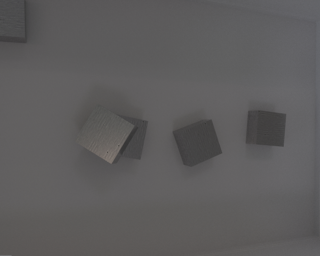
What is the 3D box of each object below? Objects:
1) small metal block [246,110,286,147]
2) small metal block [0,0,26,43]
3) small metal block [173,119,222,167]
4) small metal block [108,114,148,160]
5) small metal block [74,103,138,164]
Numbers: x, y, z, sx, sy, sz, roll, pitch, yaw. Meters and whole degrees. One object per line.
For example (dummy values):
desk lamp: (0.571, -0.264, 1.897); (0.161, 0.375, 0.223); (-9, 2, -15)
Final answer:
small metal block: (0.161, 0.001, 0.469); (0.050, 0.025, 0.050); (6, 88, -20)
small metal block: (-0.178, -0.124, 0.345); (0.050, 0.025, 0.050); (-1, 91, -20)
small metal block: (0.052, 0.020, 0.430); (0.050, 0.025, 0.050); (-21, 97, -19)
small metal block: (-0.047, 0.011, 0.393); (0.050, 0.025, 0.050); (12, 86, -20)
small metal block: (-0.061, 0.007, 0.360); (0.050, 0.025, 0.050); (31, 88, 7)
